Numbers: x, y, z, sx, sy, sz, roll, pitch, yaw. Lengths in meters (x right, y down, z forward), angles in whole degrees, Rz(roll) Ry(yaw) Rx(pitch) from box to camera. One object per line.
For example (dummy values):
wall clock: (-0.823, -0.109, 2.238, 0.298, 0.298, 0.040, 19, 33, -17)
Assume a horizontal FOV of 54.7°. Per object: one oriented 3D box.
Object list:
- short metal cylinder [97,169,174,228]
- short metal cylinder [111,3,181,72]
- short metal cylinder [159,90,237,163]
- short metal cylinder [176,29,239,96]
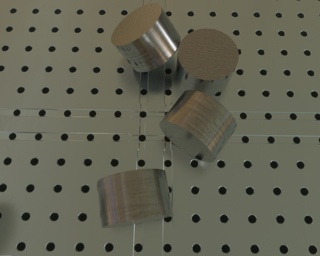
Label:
short metal cylinder: (-0.029, 0.081, 0.353, 0.081, 0.080, 0.050, -9, 71, -4)
short metal cylinder: (-0.019, -0.123, 0.423, 0.080, 0.050, 0.080, -21, 44, 23)
short metal cylinder: (0.047, -0.002, 0.384, 0.080, 0.080, 0.050, 34, 74, 11)
short metal cylinder: (0.064, -0.090, 0.432, 0.081, 0.050, 0.080, 0, 70, 0)
